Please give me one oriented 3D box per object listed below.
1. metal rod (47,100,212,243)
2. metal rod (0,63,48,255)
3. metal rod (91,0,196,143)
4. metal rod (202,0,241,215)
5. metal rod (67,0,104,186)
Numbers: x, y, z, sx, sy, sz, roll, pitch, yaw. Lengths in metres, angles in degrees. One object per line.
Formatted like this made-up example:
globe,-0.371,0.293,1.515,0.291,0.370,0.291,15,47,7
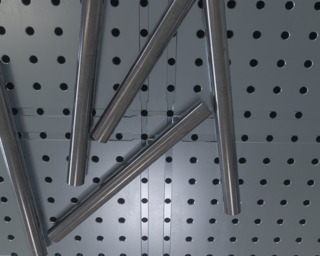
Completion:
metal rod,-0.051,0.068,0.437,0.300,0.025,0.025,-41,105,13
metal rod,-0.200,0.058,0.433,0.025,0.025,0.298,-4,110,1
metal rod,-0.002,-0.106,0.374,0.025,0.025,0.299,31,107,-11
metal rod,0.084,-0.017,0.407,0.025,0.025,0.298,-9,110,3
metal rod,-0.093,-0.062,0.389,0.025,0.025,0.298,9,110,-4
